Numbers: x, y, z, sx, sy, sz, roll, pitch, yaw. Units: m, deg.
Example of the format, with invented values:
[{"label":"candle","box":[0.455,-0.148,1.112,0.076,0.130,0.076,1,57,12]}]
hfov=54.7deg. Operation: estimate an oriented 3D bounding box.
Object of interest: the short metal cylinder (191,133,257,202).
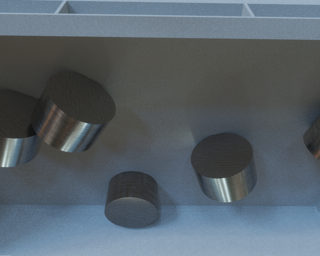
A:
[{"label":"short metal cylinder","box":[0.087,0.052,0.418,0.080,0.080,0.050,-13,129,11]}]

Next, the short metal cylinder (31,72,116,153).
[{"label":"short metal cylinder","box":[-0.099,-0.019,0.356,0.080,0.080,0.050,26,125,-21]}]

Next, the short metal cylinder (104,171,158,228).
[{"label":"short metal cylinder","box":[-0.044,0.113,0.489,0.081,0.050,0.079,0,130,0]}]

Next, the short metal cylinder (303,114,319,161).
[{"label":"short metal cylinder","box":[0.230,0.012,0.385,0.081,0.080,0.050,13,129,-11]}]

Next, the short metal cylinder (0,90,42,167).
[{"label":"short metal cylinder","box":[-0.181,0.000,0.371,0.080,0.080,0.050,19,127,-16]}]
